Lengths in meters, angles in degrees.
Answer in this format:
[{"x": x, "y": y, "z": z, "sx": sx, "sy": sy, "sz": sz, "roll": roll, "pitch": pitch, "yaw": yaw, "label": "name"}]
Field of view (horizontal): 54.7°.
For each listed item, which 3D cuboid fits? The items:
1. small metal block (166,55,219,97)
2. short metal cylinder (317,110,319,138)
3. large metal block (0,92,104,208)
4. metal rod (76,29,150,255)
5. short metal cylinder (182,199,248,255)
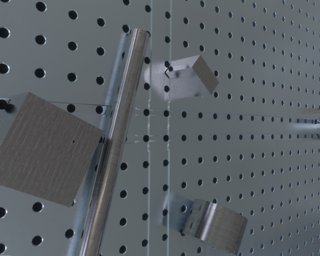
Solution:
[{"x": 0.045, "y": -0.071, "z": 0.431, "sx": 0.050, "sy": 0.050, "sz": 0.025, "roll": 49, "pitch": 61, "yaw": -29, "label": "small metal block"}, {"x": 0.422, "y": -0.010, "z": 0.748, "sx": 0.081, "sy": 0.050, "sz": 0.079, "roll": 0, "pitch": 90, "yaw": -40, "label": "short metal cylinder"}, {"x": -0.114, "y": 0.022, "z": 0.297, "sx": 0.080, "sy": 0.050, "sz": 0.080, "roll": 32, "pitch": 70, "yaw": -36, "label": "large metal block"}, {"x": -0.056, "y": 0.026, "z": 0.362, "sx": 0.025, "sy": 0.025, "sz": 0.299, "roll": 20, "pitch": 78, "yaw": -39, "label": "metal rod"}, {"x": 0.078, "y": 0.141, "z": 0.439, "sx": 0.080, "sy": 0.080, "sz": 0.050, "roll": 37, "pitch": 68, "yaw": -34, "label": "short metal cylinder"}]
